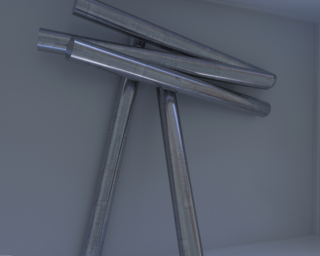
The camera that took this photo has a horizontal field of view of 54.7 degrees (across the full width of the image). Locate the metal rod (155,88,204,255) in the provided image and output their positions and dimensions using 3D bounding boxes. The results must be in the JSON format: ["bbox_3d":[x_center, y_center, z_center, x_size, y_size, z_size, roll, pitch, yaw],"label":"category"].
[{"bbox_3d":[0.022,0.055,0.354,0.025,0.025,0.299,1,65,-20],"label":"metal rod"}]

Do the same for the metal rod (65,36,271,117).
[{"bbox_3d":[0.035,-0.053,0.389,0.302,0.025,0.025,11,86,-33],"label":"metal rod"}]

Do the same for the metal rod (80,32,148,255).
[{"bbox_3d":[-0.056,0.020,0.390,0.025,0.025,0.298,14,85,-20],"label":"metal rod"}]

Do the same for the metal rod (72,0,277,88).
[{"bbox_3d":[0.038,-0.104,0.406,0.302,0.025,0.025,14,86,-27],"label":"metal rod"}]

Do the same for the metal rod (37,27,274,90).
[{"bbox_3d":[0.010,-0.081,0.386,0.302,0.025,0.025,6,88,-19],"label":"metal rod"}]
